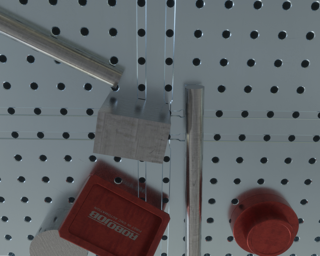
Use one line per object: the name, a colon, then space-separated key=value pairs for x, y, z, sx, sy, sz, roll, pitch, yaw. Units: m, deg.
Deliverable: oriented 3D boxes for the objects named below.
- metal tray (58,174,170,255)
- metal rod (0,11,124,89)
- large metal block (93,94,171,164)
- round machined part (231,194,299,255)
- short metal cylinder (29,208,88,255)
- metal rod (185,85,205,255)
metal tray: x=-0.062 y=0.134 z=0.433 sx=0.130 sy=0.030 sz=0.090 roll=31 pitch=69 yaw=-11
metal rod: x=-0.186 y=-0.123 z=0.365 sx=0.301 sy=0.025 sz=0.025 roll=25 pitch=108 yaw=-10
large metal block: x=-0.032 y=-0.002 z=0.383 sx=0.081 sy=0.080 sz=0.050 roll=10 pitch=110 yaw=-4
round machined part: x=0.159 y=0.152 z=0.463 sx=0.099 sy=0.042 sz=0.097 roll=0 pitch=110 yaw=-1
short metal cylinder: x=-0.143 y=0.168 z=0.460 sx=0.081 sy=0.050 sz=0.079 roll=0 pitch=110 yaw=-1
metal rod: x=0.049 y=0.087 z=0.446 sx=0.025 sy=0.025 sz=0.298 roll=-2 pitch=110 yaw=0
